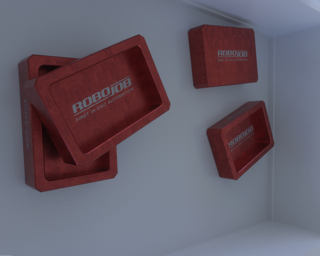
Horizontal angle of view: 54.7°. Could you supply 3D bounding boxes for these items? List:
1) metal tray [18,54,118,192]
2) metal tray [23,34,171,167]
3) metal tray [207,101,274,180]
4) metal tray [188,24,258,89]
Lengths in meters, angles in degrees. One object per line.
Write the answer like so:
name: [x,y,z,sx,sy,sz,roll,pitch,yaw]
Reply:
metal tray: [-0.093,-0.006,0.326,0.091,0.030,0.129,-4,93,-40]
metal tray: [-0.055,-0.032,0.318,0.131,0.030,0.090,-36,112,-35]
metal tray: [0.140,0.018,0.523,0.131,0.030,0.089,-30,109,-36]
metal tray: [0.105,-0.113,0.494,0.131,0.030,0.089,-12,98,-40]
